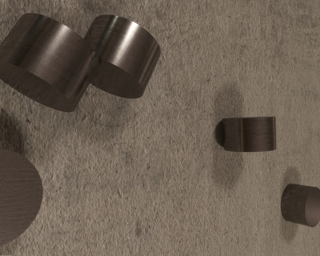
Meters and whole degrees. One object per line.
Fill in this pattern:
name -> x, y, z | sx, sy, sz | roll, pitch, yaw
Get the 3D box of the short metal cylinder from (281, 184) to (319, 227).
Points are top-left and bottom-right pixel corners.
short metal cylinder -> 0.294, 0.158, 0.639 | 0.081, 0.050, 0.079 | 0, 90, -40

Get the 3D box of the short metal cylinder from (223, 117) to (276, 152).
short metal cylinder -> 0.141, 0.008, 0.490 | 0.081, 0.080, 0.050 | -4, 93, -40

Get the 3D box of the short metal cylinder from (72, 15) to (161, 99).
short metal cylinder -> -0.046, -0.073, 0.332 | 0.080, 0.080, 0.050 | 34, 69, -35

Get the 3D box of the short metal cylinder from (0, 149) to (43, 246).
short metal cylinder -> -0.150, 0.056, 0.264 | 0.081, 0.050, 0.079 | 0, 90, -40

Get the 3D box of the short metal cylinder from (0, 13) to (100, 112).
short metal cylinder -> -0.103, -0.057, 0.283 | 0.080, 0.080, 0.050 | 37, 67, -34
